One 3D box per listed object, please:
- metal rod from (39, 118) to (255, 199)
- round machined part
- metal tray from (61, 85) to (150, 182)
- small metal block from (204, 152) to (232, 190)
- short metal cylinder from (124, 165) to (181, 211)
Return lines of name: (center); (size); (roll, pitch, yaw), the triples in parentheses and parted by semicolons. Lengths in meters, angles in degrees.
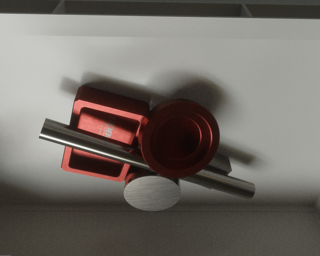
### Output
metal rod: (-0.002, 0.046, 0.409); (0.302, 0.025, 0.025); (19, 128, -19)
round machined part: (0.021, 0.010, 0.389); (0.099, 0.042, 0.097); (-4, 109, -13)
metal tray: (-0.075, 0.013, 0.413); (0.091, 0.030, 0.129); (14, 129, -13)
small metal block: (0.069, 0.060, 0.459); (0.050, 0.025, 0.050); (25, 126, -20)
short metal cylinder: (-0.011, 0.078, 0.456); (0.081, 0.050, 0.079); (0, 130, 0)
